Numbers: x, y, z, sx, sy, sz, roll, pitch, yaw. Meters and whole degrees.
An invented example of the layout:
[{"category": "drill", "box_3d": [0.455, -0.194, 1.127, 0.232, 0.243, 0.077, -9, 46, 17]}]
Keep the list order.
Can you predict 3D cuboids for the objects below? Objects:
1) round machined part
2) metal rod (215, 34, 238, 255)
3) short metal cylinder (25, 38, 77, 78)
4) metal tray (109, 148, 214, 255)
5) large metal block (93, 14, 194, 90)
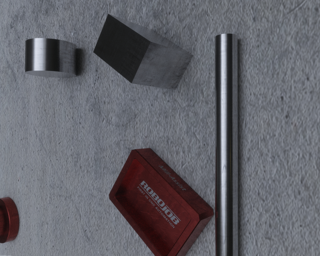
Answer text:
[{"category": "round machined part", "box_3d": [-0.354, 0.205, 0.681, 0.098, 0.042, 0.097, 0, 90, 39]}, {"category": "metal rod", "box_3d": [0.074, 0.048, 0.342, 0.025, 0.025, 0.298, 0, 90, 39]}, {"category": "short metal cylinder", "box_3d": [-0.180, -0.114, 0.515, 0.080, 0.081, 0.050, 2, 92, 39]}, {"category": "metal tray", "box_3d": [-0.005, 0.098, 0.403, 0.130, 0.030, 0.089, 42, 115, 31]}, {"category": "large metal block", "box_3d": [-0.020, -0.092, 0.384, 0.080, 0.081, 0.050, 41, 115, 32]}]
